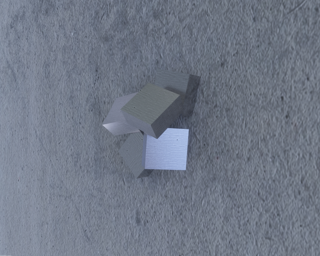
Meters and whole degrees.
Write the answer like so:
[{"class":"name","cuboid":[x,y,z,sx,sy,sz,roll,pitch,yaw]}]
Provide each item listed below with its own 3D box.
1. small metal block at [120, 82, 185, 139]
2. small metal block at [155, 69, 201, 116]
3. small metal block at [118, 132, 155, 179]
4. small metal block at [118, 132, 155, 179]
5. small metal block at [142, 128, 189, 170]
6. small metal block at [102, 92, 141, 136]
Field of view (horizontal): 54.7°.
[{"class":"small metal block","cuboid":[-0.008,-0.021,0.361,0.050,0.025,0.050,27,63,36]},{"class":"small metal block","cuboid":[0.019,-0.045,0.389,0.050,0.025,0.050,18,101,38]},{"class":"small metal block","cuboid":[-0.023,0.033,0.424,0.050,0.025,0.050,-52,60,27]},{"class":"small metal block","cuboid":[-0.023,0.033,0.424,0.050,0.025,0.050,-52,60,27]},{"class":"small metal block","cuboid":[0.006,0.024,0.381,0.025,0.050,0.050,-164,78,-77]},{"class":"small metal block","cuboid":[-0.044,-0.020,0.424,0.050,0.025,0.050,-10,46,39]}]
